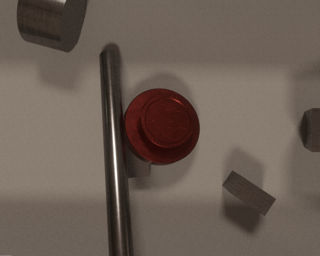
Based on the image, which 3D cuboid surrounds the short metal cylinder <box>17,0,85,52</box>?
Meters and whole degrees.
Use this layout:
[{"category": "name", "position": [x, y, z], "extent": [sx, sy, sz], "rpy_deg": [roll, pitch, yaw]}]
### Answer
[{"category": "short metal cylinder", "position": [-0.131, -0.139, 0.382], "extent": [0.050, 0.080, 0.080], "rpy_deg": [15, 90, -1]}]

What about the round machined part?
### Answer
[{"category": "round machined part", "position": [0.005, -0.004, 0.387], "extent": [0.099, 0.042, 0.098], "rpy_deg": [4, 74, -15]}]

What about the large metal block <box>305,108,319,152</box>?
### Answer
[{"category": "large metal block", "position": [0.224, 0.003, 0.376], "extent": [0.080, 0.080, 0.050], "rpy_deg": [1, 90, 19]}]

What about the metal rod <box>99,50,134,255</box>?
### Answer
[{"category": "metal rod", "position": [-0.050, 0.040, 0.353], "extent": [0.025, 0.025, 0.299], "rpy_deg": [-7, 67, 0]}]

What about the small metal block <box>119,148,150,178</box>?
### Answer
[{"category": "small metal block", "position": [-0.040, 0.039, 0.411], "extent": [0.050, 0.025, 0.050], "rpy_deg": [-3, 90, -1]}]

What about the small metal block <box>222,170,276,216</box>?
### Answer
[{"category": "small metal block", "position": [0.113, 0.083, 0.401], "extent": [0.050, 0.050, 0.025], "rpy_deg": [34, 90, -1]}]
